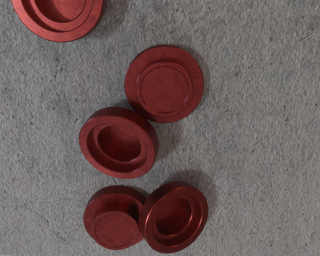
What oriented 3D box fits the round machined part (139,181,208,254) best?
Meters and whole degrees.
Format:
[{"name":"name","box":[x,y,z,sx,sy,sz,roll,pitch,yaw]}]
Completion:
[{"name":"round machined part","box":[0.015,0.119,0.431,0.099,0.042,0.097,-8,108,-26]}]

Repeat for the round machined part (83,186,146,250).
[{"name":"round machined part","box":[-0.062,0.137,0.450,0.099,0.042,0.097,0,110,0]}]

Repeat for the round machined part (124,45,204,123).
[{"name":"round machined part","box":[0.005,-0.051,0.382,0.099,0.042,0.097,0,110,0]}]

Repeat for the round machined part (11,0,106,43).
[{"name":"round machined part","box":[-0.109,-0.147,0.345,0.099,0.042,0.097,0,110,0]}]

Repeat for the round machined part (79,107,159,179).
[{"name":"round machined part","box":[-0.049,0.015,0.396,0.098,0.042,0.097,7,124,10]}]
